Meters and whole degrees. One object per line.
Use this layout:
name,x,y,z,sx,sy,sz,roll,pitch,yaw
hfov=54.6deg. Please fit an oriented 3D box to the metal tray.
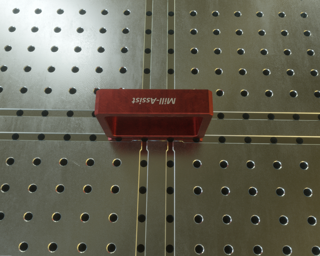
metal tray,-0.006,-0.015,0.382,0.131,0.090,0.030,0,70,0
